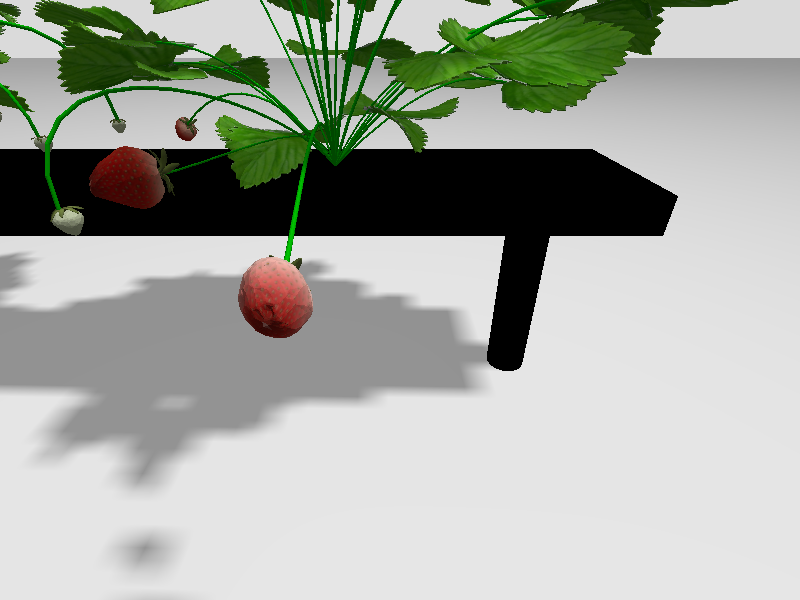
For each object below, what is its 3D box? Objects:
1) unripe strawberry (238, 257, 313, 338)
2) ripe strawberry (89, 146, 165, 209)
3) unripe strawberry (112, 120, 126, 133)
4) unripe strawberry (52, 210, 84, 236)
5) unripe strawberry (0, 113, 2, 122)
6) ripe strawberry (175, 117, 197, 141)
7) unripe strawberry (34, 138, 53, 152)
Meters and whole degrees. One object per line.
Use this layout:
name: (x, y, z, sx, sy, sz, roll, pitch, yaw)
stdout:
unripe strawberry: (-0.042, 0.001, 0.135, 0.025, 0.028, 0.027, -2, 33, -3)
ripe strawberry: (-0.168, -0.074, 0.246, 0.039, 0.038, 0.036, -27, 41, -34)
unripe strawberry: (-0.237, -0.146, 0.338, 0.010, 0.010, 0.011, -2, 33, -3)
unripe strawberry: (-0.171, -0.040, 0.207, 0.013, 0.014, 0.014, 22, 39, 30)
unripe strawberry: (-0.501, -0.226, 0.495, 0.013, 0.014, 0.014, 1, 33, 1)
ripe strawberry: (-0.225, -0.178, 0.421, 0.022, 0.022, 0.020, -21, 14, 41)
unripe strawberry: (-0.270, -0.117, 0.304, 0.011, 0.011, 0.010, 4, 33, 6)
